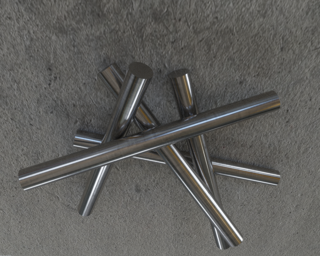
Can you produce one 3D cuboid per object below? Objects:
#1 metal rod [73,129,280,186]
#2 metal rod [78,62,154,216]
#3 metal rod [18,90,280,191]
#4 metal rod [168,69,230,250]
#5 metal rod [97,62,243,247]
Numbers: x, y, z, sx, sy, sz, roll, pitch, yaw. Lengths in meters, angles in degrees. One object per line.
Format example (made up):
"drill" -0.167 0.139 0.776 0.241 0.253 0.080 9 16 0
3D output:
"metal rod" 0.031 0.045 0.445 0.302 0.025 0.025 12 129 -11
"metal rod" -0.070 0.039 0.404 0.025 0.025 0.298 16 135 -13
"metal rod" -0.007 0.012 0.355 0.302 0.025 0.025 -18 130 -5
"metal rod" 0.062 0.061 0.427 0.025 0.025 0.298 -13 119 10
"metal rod" 0.024 0.046 0.398 0.025 0.025 0.300 -29 110 22
